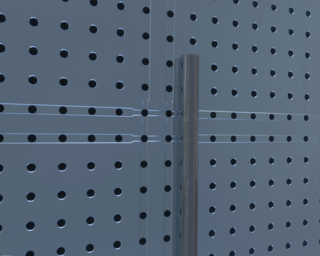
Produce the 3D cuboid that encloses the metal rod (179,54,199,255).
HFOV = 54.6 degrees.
[{"bbox_3d":[0.040,0.050,0.427,0.025,0.025,0.298,1,90,-20],"label":"metal rod"}]
